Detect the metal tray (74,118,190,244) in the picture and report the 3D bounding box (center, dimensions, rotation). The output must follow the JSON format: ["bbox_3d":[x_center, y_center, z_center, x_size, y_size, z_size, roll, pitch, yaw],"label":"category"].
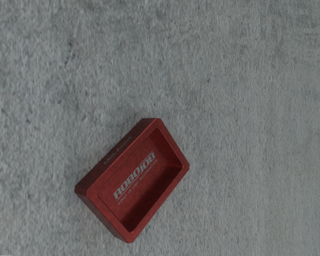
[{"bbox_3d":[-0.027,0.060,0.380,0.131,0.030,0.090,-47,119,-30],"label":"metal tray"}]
